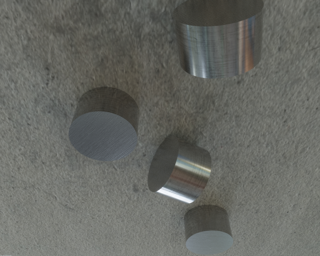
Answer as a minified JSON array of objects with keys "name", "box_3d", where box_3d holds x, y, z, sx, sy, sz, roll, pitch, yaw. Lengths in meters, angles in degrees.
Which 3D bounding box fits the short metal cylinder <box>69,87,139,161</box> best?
[{"name":"short metal cylinder","box_3d":[-0.067,-0.004,0.386,0.081,0.050,0.079,0,130,0]}]

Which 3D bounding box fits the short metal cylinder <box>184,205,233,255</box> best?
[{"name":"short metal cylinder","box_3d":[0.084,0.180,0.546,0.081,0.050,0.079,0,130,0]}]

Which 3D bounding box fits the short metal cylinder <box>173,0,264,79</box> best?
[{"name":"short metal cylinder","box_3d":[0.056,-0.090,0.295,0.080,0.080,0.050,-7,130,6]}]

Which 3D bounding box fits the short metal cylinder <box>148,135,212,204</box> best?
[{"name":"short metal cylinder","box_3d":[0.025,0.056,0.419,0.050,0.080,0.080,24,126,-20]}]
